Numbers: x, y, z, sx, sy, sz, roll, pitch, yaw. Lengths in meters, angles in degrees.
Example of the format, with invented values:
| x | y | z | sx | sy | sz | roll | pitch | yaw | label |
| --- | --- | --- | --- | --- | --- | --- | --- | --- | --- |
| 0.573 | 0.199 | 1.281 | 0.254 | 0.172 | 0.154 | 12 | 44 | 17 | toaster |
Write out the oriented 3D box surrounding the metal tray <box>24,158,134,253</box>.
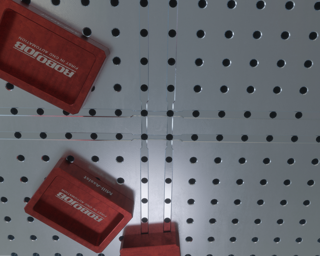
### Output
| x | y | z | sx | sy | sz | roll | pitch | yaw | label |
| --- | --- | --- | --- | --- | --- | --- | --- | --- | --- |
| -0.115 | 0.115 | 0.452 | 0.130 | 0.030 | 0.090 | 36 | 106 | -12 | metal tray |

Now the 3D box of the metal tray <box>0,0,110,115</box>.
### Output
| x | y | z | sx | sy | sz | roll | pitch | yaw | label |
| --- | --- | --- | --- | --- | --- | --- | --- | --- | --- |
| -0.140 | -0.086 | 0.378 | 0.130 | 0.030 | 0.090 | 28 | 108 | -10 | metal tray |

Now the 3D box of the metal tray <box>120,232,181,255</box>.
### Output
| x | y | z | sx | sy | sz | roll | pitch | yaw | label |
| --- | --- | --- | --- | --- | --- | --- | --- | --- | --- |
| -0.010 | 0.231 | 0.496 | 0.090 | 0.030 | 0.129 | -5 | 110 | 2 | metal tray |
